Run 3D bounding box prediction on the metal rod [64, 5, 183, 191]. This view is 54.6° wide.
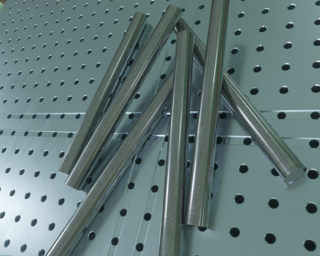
[{"bbox_3d":[-0.048,-0.050,0.448,0.025,0.025,0.300,22,78,36],"label":"metal rod"}]

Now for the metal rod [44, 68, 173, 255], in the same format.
[{"bbox_3d":[-0.051,0.042,0.409,0.025,0.025,0.300,24,74,36],"label":"metal rod"}]

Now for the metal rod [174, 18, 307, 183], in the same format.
[{"bbox_3d":[0.082,-0.058,0.401,0.025,0.025,0.300,-32,51,7],"label":"metal rod"}]

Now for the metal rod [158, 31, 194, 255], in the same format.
[{"bbox_3d":[0.023,0.008,0.376,0.025,0.025,0.299,-6,64,25],"label":"metal rod"}]

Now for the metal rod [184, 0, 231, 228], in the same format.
[{"bbox_3d":[0.061,-0.037,0.373,0.025,0.025,0.299,-1,69,28],"label":"metal rod"}]

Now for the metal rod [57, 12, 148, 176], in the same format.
[{"bbox_3d":[-0.084,-0.064,0.493,0.025,0.025,0.300,8,65,31],"label":"metal rod"}]
